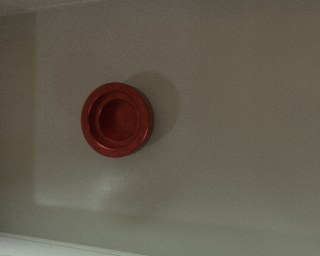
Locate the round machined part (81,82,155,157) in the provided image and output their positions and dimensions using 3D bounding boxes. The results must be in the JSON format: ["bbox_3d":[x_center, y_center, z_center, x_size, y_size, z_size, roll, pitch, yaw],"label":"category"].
[{"bbox_3d":[-0.053,-0.011,0.419,0.098,0.042,0.097,0,90,19],"label":"round machined part"}]
